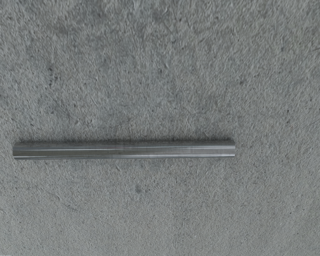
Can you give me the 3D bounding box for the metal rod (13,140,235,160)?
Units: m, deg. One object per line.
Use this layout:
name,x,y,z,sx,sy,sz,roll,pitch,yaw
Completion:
metal rod,-0.049,0.031,0.432,0.302,0.025,0.025,-1,130,0
